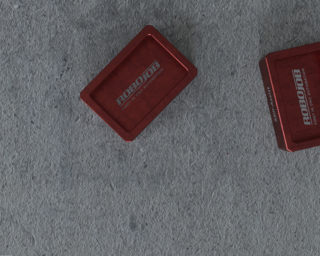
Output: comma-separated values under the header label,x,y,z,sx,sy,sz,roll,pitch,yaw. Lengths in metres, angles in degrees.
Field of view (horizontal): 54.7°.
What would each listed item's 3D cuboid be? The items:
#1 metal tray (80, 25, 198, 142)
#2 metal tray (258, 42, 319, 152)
label,x,y,z,sx,sy,sz,roll,pitch,yaw
metal tray,-0.027,-0.057,0.406,0.090,0.030,0.130,44,90,0
metal tray,0.192,-0.041,0.408,0.091,0.030,0.129,-13,90,0
